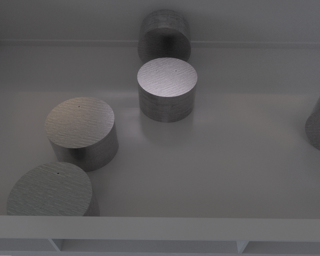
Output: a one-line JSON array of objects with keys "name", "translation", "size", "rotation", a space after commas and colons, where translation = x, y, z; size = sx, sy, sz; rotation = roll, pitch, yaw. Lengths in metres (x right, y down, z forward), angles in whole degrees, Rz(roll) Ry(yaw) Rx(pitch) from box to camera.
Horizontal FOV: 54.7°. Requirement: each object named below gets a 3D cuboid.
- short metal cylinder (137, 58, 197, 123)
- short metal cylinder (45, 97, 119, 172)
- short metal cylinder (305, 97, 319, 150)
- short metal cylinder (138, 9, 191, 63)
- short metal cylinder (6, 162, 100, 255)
[{"name": "short metal cylinder", "translation": [0.010, -0.054, 0.434], "size": [0.080, 0.050, 0.080], "rotation": [0, 50, 0]}, {"name": "short metal cylinder", "translation": [-0.094, 0.007, 0.382], "size": [0.080, 0.050, 0.080], "rotation": [0, 50, 0]}, {"name": "short metal cylinder", "translation": [0.227, -0.008, 0.377], "size": [0.080, 0.080, 0.050], "rotation": [28, 56, 21]}, {"name": "short metal cylinder", "translation": [0.007, -0.135, 0.483], "size": [0.080, 0.080, 0.050], "rotation": [2, 50, 1]}, {"name": "short metal cylinder", "translation": [-0.106, 0.082, 0.319], "size": [0.080, 0.050, 0.080], "rotation": [0, 50, 0]}]
